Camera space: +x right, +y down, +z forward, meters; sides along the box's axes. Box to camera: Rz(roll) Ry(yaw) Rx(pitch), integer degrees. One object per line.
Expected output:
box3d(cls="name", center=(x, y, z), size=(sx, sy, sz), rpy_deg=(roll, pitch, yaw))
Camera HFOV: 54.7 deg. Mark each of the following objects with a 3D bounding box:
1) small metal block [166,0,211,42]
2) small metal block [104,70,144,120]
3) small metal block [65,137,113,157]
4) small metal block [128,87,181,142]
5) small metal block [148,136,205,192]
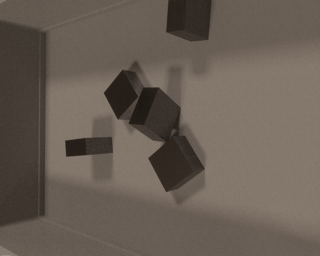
box3d(cls="small metal block", center=(0.034, -0.132, 0.361), size=(0.025, 0.050, 0.050), rpy_deg=(7, 94, 39))
box3d(cls="small metal block", center=(-0.048, -0.047, 0.444), size=(0.050, 0.025, 0.050), rpy_deg=(-44, 64, 30))
box3d(cls="small metal block", center=(-0.109, 0.029, 0.478), size=(0.050, 0.050, 0.025), rpy_deg=(-8, 85, 39))
box3d(cls="small metal block", center=(-0.005, -0.016, 0.382), size=(0.025, 0.050, 0.050), rpy_deg=(6, 68, 40))
box3d(cls="small metal block", center=(0.020, 0.045, 0.389), size=(0.050, 0.025, 0.050), rpy_deg=(-43, 65, 31))
